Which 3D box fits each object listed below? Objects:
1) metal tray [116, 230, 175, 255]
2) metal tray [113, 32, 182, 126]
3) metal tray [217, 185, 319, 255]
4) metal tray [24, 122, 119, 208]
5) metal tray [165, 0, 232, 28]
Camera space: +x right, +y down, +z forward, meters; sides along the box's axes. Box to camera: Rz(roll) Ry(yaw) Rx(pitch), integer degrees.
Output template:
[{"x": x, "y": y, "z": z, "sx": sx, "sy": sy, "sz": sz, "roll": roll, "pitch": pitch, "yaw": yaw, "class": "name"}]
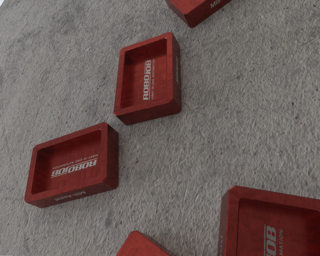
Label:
[{"x": 0.001, "y": 0.171, "z": 0.295, "sx": 0.130, "sy": 0.030, "sz": 0.090, "roll": 24, "pitch": 74, "yaw": 36, "class": "metal tray"}, {"x": -0.017, "y": -0.074, "z": 0.454, "sx": 0.090, "sy": 0.030, "sz": 0.130, "roll": -13, "pitch": 56, "yaw": 21, "class": "metal tray"}, {"x": 0.094, "y": 0.120, "z": 0.253, "sx": 0.091, "sy": 0.030, "sz": 0.130, "roll": 10, "pitch": 63, "yaw": 2, "class": "metal tray"}, {"x": -0.122, "y": 0.052, "z": 0.432, "sx": 0.130, "sy": 0.030, "sz": 0.090, "roll": -17, "pitch": 55, "yaw": 18, "class": "metal tray"}, {"x": 0.078, "y": -0.229, "z": 0.500, "sx": 0.130, "sy": 0.030, "sz": 0.090, "roll": -35, "pitch": 51, "yaw": 4, "class": "metal tray"}]
